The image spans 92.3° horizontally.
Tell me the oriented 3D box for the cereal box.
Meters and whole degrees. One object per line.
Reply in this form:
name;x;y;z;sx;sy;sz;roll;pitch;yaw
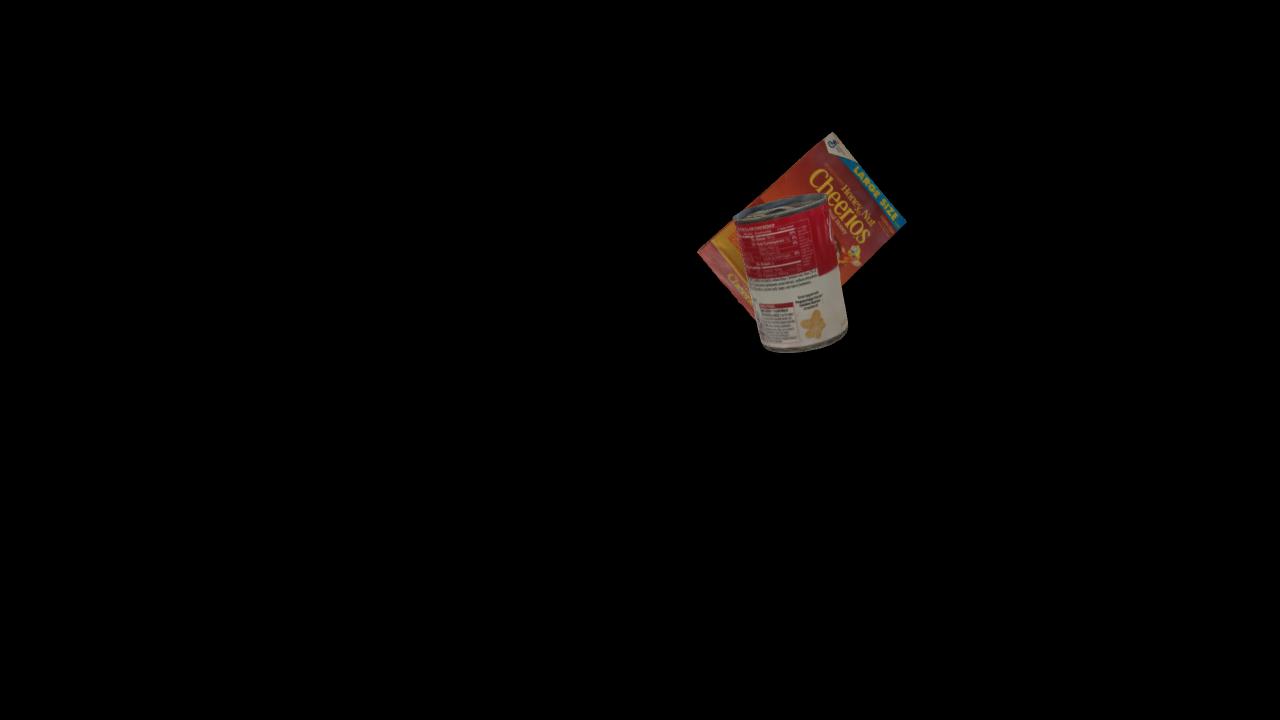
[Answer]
cereal box;0.273;-0.207;1.027;0.306;0.203;0.081;-42;6;-13

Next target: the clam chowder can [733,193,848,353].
clam chowder can;0.112;-0.064;0.453;0.068;0.102;0.068;-14;18;5
